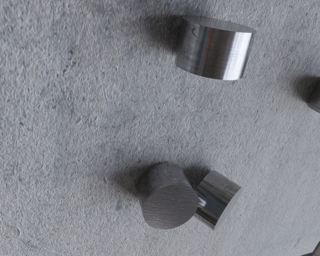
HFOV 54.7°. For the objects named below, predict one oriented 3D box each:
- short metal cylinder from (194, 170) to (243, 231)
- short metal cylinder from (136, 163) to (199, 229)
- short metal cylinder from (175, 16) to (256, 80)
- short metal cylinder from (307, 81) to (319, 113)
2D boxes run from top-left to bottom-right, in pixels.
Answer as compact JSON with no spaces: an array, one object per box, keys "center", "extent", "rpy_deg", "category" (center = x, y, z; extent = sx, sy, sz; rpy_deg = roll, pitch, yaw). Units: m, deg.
[{"center":[0.086,0.113,0.487],"extent":[0.080,0.050,0.080],"rpy_deg":[-43,151,-30],"category":"short metal cylinder"},{"center":[0.009,0.098,0.448],"extent":[0.081,0.050,0.079],"rpy_deg":[-7,119,-13],"category":"short metal cylinder"},{"center":[0.061,-0.091,0.347],"extent":[0.081,0.080,0.050],"rpy_deg":[-5,121,-26],"category":"short metal cylinder"},{"center":[0.290,-0.043,0.503],"extent":[0.081,0.080,0.050],"rpy_deg":[8,114,-32],"category":"short metal cylinder"}]
